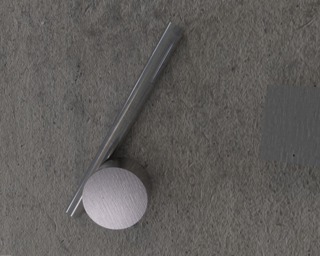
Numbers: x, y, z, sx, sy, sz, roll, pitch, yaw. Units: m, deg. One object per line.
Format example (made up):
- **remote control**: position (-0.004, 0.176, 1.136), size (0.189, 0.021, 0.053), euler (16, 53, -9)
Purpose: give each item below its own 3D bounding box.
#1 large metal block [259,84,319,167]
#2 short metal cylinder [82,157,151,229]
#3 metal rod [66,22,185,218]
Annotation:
- **large metal block**: position (0.156, -0.003, 0.340), size (0.080, 0.050, 0.079), euler (7, 92, 19)
- **short metal cylinder**: position (-0.054, 0.083, 0.403), size (0.080, 0.050, 0.079), euler (1, 99, 3)
- **metal rod**: position (-0.052, -0.004, 0.427), size (0.025, 0.025, 0.299), euler (33, 101, 17)
